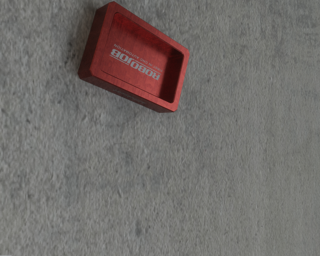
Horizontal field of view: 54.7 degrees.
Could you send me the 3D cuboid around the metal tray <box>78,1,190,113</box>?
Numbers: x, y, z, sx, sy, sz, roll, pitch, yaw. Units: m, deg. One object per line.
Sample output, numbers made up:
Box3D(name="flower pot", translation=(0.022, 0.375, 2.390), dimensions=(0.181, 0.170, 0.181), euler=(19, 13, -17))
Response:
Box3D(name="metal tray", translation=(-0.026, -0.080, 0.381), dimensions=(0.131, 0.030, 0.090), euler=(21, 76, -38))
